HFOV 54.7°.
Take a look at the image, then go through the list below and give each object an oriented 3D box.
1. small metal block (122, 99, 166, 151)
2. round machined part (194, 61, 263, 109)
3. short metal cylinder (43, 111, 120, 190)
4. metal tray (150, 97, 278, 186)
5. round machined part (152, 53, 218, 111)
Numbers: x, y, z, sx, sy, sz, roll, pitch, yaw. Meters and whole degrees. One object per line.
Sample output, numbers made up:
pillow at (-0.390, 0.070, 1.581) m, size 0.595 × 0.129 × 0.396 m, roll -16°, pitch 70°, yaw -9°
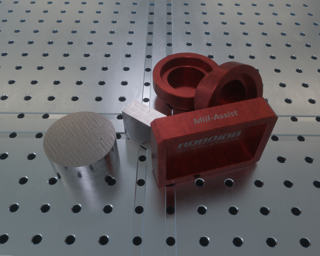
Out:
small metal block at (-0.019, -0.002, 0.393) m, size 0.050 × 0.050 × 0.025 m, roll 29°, pitch 56°, yaw 22°
round machined part at (0.083, -0.037, 0.396) m, size 0.099 × 0.097 × 0.042 m, roll -30°, pitch 37°, yaw -23°
short metal cylinder at (-0.090, 0.026, 0.369) m, size 0.081 × 0.050 × 0.080 m, roll 0°, pitch 50°, yaw 0°
metal tray at (0.057, 0.017, 0.351) m, size 0.131 × 0.089 × 0.030 m, roll -12°, pitch 51°, yaw -10°
round machined part at (0.039, -0.063, 0.449) m, size 0.099 × 0.042 × 0.098 m, roll 0°, pitch 49°, yaw 0°
